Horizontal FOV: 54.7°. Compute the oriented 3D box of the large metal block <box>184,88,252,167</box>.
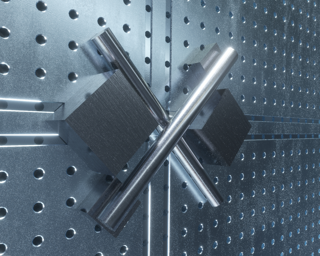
[{"bbox_3d":[0.083,-0.001,0.462,0.080,0.050,0.080,51,60,-28],"label":"large metal block"}]

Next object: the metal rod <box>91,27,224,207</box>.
[{"bbox_3d":[0.010,0.003,0.416,0.025,0.025,0.299,-50,120,-28],"label":"metal rod"}]

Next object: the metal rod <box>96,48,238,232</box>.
[{"bbox_3d":[0.024,-0.004,0.396,0.301,0.025,0.025,-52,121,-27],"label":"metal rod"}]

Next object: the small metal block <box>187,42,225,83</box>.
[{"bbox_3d":[0.076,-0.093,0.473,0.050,0.025,0.050,-52,120,-27],"label":"small metal block"}]

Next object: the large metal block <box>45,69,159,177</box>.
[{"bbox_3d":[-0.061,-0.006,0.342,0.080,0.050,0.080,-51,120,-28],"label":"large metal block"}]

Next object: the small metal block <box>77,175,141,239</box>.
[{"bbox_3d":[-0.058,0.090,0.361,0.050,0.025,0.050,52,60,-27],"label":"small metal block"}]
